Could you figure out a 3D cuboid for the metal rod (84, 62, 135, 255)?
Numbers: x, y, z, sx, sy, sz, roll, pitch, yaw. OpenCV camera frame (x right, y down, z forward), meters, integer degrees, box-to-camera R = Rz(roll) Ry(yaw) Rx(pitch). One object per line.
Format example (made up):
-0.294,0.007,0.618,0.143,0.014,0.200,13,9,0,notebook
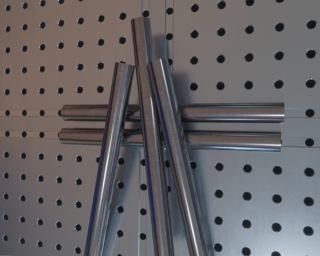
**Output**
-0.072,0.063,0.417,0.025,0.025,0.298,15,102,19,metal rod

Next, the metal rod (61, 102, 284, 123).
0.003,-0.020,0.411,0.301,0.025,0.025,1,90,19,metal rod

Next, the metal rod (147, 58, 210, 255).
0.029,0.065,0.382,0.025,0.025,0.298,-11,93,19,metal rod

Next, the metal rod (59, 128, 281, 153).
-0.001,0.014,0.412,0.301,0.025,0.025,1,90,19,metal rod

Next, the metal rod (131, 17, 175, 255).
-0.009,0.012,0.389,0.025,0.025,0.298,-7,88,19,metal rod
